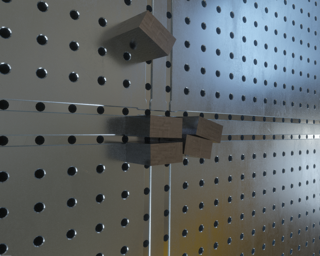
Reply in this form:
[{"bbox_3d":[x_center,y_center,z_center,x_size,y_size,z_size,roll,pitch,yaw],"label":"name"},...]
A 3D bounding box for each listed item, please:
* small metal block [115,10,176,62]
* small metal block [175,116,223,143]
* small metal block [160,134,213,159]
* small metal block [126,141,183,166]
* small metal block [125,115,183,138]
[{"bbox_3d":[-0.018,-0.109,0.377,0.050,0.050,0.025,37,67,-34],"label":"small metal block"},{"bbox_3d":[0.051,0.003,0.435,0.050,0.050,0.025,19,78,-38],"label":"small metal block"},{"bbox_3d":[0.035,0.025,0.421,0.050,0.050,0.025,14,81,-39],"label":"small metal block"},{"bbox_3d":[-0.007,0.030,0.386,0.050,0.050,0.025,-1,91,-40],"label":"small metal block"},{"bbox_3d":[-0.008,-0.001,0.385,0.050,0.050,0.025,3,88,-40],"label":"small metal block"}]
